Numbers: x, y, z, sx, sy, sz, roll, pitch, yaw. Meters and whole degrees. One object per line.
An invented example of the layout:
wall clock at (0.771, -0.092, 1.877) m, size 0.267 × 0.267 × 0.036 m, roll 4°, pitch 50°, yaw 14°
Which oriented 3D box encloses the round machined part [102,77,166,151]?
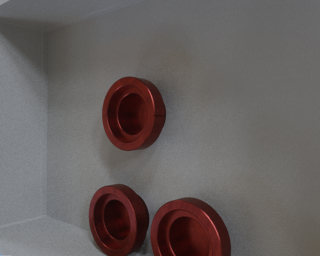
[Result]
round machined part at (-0.031, -0.019, 0.421) m, size 0.098 × 0.042 × 0.097 m, roll 0°, pitch 90°, yaw 40°

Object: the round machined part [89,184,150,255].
round machined part at (-0.054, 0.128, 0.440) m, size 0.098 × 0.042 × 0.097 m, roll 0°, pitch 90°, yaw 40°

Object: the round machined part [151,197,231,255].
round machined part at (0.039, 0.130, 0.363) m, size 0.098 × 0.042 × 0.097 m, roll -1°, pitch 88°, yaw 40°
